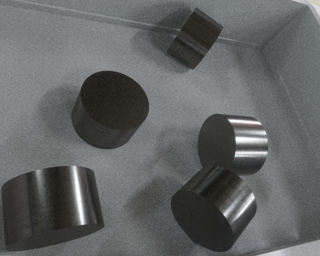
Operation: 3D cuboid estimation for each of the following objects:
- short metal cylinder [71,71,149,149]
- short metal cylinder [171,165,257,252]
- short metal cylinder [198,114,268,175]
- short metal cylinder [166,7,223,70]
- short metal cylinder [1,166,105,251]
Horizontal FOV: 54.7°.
[{"bbox_3d":[-0.060,-0.021,0.370,0.081,0.050,0.080,14,56,-21],"label":"short metal cylinder"},{"bbox_3d":[0.059,0.089,0.348,0.050,0.080,0.080,-35,82,-38],"label":"short metal cylinder"},{"bbox_3d":[0.093,0.023,0.406,0.050,0.080,0.080,3,60,-27],"label":"short metal cylinder"},{"bbox_3d":[0.053,-0.139,0.483,0.050,0.080,0.080,34,51,-7],"label":"short metal cylinder"},{"bbox_3d":[-0.094,0.072,0.275,0.081,0.080,0.050,-3,63,-30],"label":"short metal cylinder"}]
